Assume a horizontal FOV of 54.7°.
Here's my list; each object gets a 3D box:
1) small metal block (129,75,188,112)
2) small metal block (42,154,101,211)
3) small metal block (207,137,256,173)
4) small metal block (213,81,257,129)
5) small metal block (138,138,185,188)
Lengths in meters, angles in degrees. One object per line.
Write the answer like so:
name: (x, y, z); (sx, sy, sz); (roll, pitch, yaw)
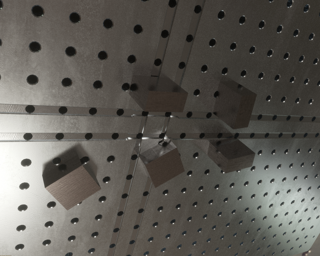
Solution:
small metal block: (-0.003, -0.041, 0.370); (0.050, 0.050, 0.025); (0, 119, -29)
small metal block: (-0.112, 0.069, 0.394); (0.050, 0.025, 0.050); (-32, 129, -8)
small metal block: (0.110, 0.041, 0.483); (0.050, 0.050, 0.025); (-10, 123, -24)
small metal block: (0.103, -0.033, 0.433); (0.025, 0.050, 0.050); (-8, 122, -25)
small metal block: (0.003, 0.051, 0.446); (0.050, 0.025, 0.050); (-28, 128, -11)
